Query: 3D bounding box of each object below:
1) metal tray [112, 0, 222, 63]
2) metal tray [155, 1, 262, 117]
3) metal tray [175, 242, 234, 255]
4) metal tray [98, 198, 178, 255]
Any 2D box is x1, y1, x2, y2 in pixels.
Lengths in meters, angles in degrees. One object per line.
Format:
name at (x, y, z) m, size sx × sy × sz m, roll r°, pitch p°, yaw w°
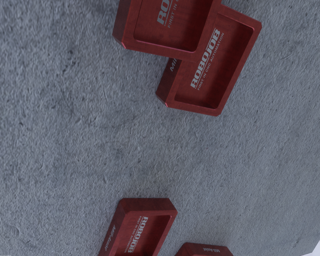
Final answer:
metal tray at (0.015, -0.134, 0.289) m, size 0.091 × 0.030 × 0.129 m, roll 4°, pitch 117°, yaw -30°
metal tray at (0.059, -0.083, 0.384) m, size 0.091 × 0.030 × 0.129 m, roll 9°, pitch 114°, yaw -32°
metal tray at (0.078, 0.276, 0.617) m, size 0.131 × 0.030 × 0.090 m, roll 22°, pitch 107°, yaw -36°
metal tray at (-0.037, 0.171, 0.488) m, size 0.091 × 0.030 × 0.129 m, roll 9°, pitch 114°, yaw -32°
